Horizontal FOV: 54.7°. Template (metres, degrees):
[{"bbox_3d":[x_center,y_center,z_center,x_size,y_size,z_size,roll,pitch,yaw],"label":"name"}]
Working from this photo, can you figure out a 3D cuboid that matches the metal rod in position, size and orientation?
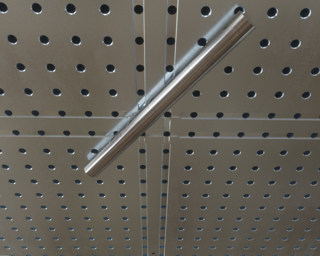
[{"bbox_3d":[-0.006,-0.024,0.390,0.025,0.025,0.299,33,123,-25],"label":"metal rod"}]
